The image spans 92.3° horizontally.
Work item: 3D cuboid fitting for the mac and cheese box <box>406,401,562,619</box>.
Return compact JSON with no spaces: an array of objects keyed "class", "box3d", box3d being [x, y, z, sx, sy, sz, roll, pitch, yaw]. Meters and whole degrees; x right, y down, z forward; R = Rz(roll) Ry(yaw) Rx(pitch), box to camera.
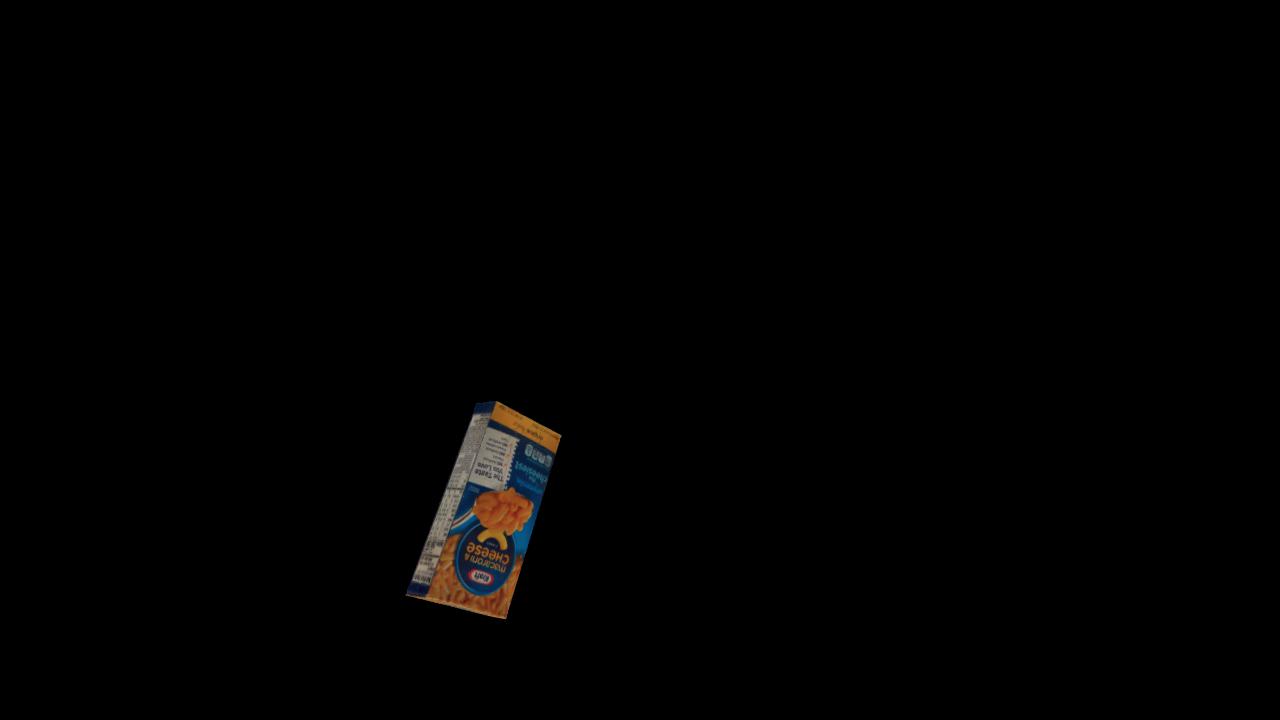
[{"class":"mac and cheese box","box3d":[-0.142,0.141,0.587,0.041,0.184,0.093,-8,-33,39]}]
